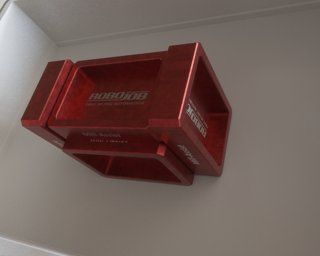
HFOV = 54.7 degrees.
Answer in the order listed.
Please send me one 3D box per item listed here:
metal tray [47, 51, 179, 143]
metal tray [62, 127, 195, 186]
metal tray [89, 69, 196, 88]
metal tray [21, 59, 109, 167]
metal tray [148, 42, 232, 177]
[{"bbox_3d":[-0.049,-0.033,0.330,0.130,0.030,0.090,1,62,28],"label":"metal tray"},{"bbox_3d":[-0.034,0.033,0.358,0.130,0.090,0.030,0,62,28],"label":"metal tray"},{"bbox_3d":[-0.013,-0.046,0.395,0.130,0.090,0.030,0,63,29],"label":"metal tray"},{"bbox_3d":[-0.103,-0.014,0.399,0.030,0.130,0.090,1,63,29],"label":"metal tray"},{"bbox_3d":[0.039,-0.013,0.323,0.030,0.130,0.090,1,63,29],"label":"metal tray"}]
